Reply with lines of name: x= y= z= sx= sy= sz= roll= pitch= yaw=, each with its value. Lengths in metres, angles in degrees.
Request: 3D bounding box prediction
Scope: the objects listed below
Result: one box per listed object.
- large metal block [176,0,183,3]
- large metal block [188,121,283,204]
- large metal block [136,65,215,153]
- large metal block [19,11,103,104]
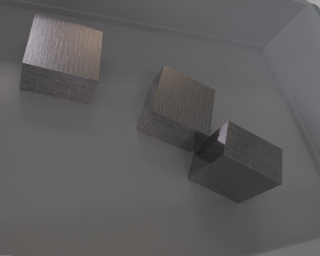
large metal block: x=0.041 y=-0.299 z=0.577 sx=0.050 sy=0.080 sz=0.080 roll=21 pitch=54 yaw=-16
large metal block: x=0.094 y=0.047 z=0.392 sx=0.080 sy=0.080 sz=0.050 roll=27 pitch=53 yaw=-12
large metal block: x=0.023 y=-0.025 z=0.417 sx=0.080 sy=0.050 sz=0.080 roll=24 pitch=53 yaw=-14
large metal block: x=-0.118 y=-0.083 z=0.377 sx=0.081 sy=0.050 sz=0.080 roll=12 pitch=57 yaw=-22
